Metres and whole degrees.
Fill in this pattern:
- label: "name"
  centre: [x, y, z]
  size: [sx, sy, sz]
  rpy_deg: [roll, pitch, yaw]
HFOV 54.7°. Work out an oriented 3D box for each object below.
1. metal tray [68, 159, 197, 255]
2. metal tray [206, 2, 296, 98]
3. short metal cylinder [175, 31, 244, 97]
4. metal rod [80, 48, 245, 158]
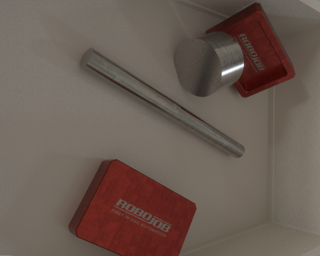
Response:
- label: "metal tray"
  centre: [-0.027, 0.105, 0.366]
  size: [0.130, 0.030, 0.090]
  rpy_deg: [33, 68, -22]
- label: "metal tray"
  centre: [0.140, -0.114, 0.482]
  size: [0.130, 0.090, 0.030]
  rpy_deg: [45, 36, -31]
- label: "short metal cylinder"
  centre: [0.068, -0.089, 0.430]
  size: [0.050, 0.080, 0.080]
  rpy_deg: [-27, 108, -37]
- label: "metal rod"
  centre: [0.025, -0.019, 0.429]
  size: [0.301, 0.025, 0.025]
  rpy_deg: [29, 72, -37]
